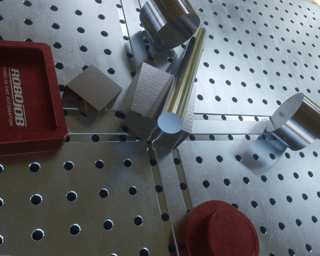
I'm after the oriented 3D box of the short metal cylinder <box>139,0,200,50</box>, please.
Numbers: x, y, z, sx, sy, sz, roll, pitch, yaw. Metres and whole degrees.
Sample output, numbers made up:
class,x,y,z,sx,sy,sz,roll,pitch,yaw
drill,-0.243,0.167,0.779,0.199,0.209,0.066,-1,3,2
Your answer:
class,x,y,z,sx,sy,sz,roll,pitch,yaw
short metal cylinder,0.015,-0.167,0.483,0.081,0.080,0.050,-16,71,-35

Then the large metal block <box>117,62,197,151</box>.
class,x,y,z,sx,sy,sz,roll,pitch,yaw
large metal block,-0.002,-0.027,0.408,0.080,0.050,0.080,22,54,-16

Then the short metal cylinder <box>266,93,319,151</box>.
class,x,y,z,sx,sy,sz,roll,pitch,yaw
short metal cylinder,0.219,-0.010,0.497,0.050,0.080,0.080,38,51,-3

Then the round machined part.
class,x,y,z,sx,sy,sz,roll,pitch,yaw
round machined part,0.074,0.131,0.357,0.099,0.042,0.098,14,56,-21

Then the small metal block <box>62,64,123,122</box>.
class,x,y,z,sx,sy,sz,roll,pitch,yaw
small metal block,-0.084,-0.045,0.390,0.050,0.025,0.050,39,51,-2

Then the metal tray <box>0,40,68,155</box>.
class,x,y,z,sx,sy,sz,roll,pitch,yaw
metal tray,-0.160,-0.037,0.340,0.091,0.030,0.130,-5,64,-30

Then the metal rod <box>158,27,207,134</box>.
class,x,y,z,sx,sy,sz,roll,pitch,yaw
metal rod,0.040,-0.086,0.427,0.025,0.025,0.301,32,34,-8
